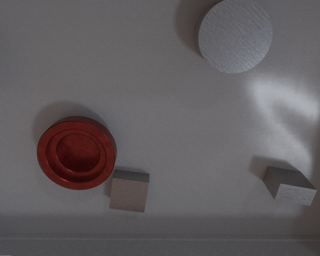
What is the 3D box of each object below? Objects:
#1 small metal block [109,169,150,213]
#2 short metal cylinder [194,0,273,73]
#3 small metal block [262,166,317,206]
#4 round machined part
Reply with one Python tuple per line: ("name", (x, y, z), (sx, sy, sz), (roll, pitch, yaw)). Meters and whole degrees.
("small metal block", (-0.044, 0.090, 0.444), (0.050, 0.025, 0.050), (8, 110, -4))
("short metal cylinder", (0.082, -0.108, 0.360), (0.081, 0.050, 0.079), (0, 110, -1))
("small metal block", (0.178, 0.079, 0.430), (0.050, 0.050, 0.025), (10, 110, -4))
("round machined part", (-0.107, 0.030, 0.412), (0.099, 0.042, 0.097), (0, 110, -1))
